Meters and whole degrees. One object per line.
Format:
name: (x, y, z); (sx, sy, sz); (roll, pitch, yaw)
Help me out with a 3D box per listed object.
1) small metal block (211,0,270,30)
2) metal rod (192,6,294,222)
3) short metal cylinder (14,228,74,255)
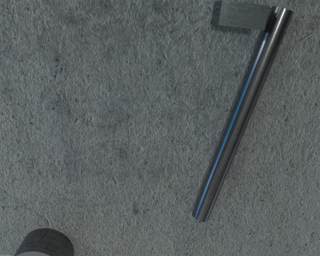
small metal block: (0.088, -0.127, 0.350); (0.050, 0.050, 0.025); (6, 110, -2)
metal rod: (0.101, -0.004, 0.409); (0.025, 0.025, 0.298); (15, 109, -6)
short metal cylinder: (-0.178, 0.201, 0.469); (0.081, 0.050, 0.079); (0, 110, 0)
